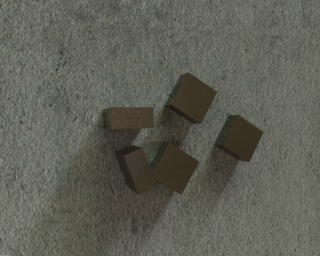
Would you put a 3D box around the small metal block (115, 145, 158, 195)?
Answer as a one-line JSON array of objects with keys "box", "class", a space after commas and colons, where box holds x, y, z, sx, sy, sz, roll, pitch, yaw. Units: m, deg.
[{"box": [-0.031, 0.050, 0.384, 0.025, 0.050, 0.050, -22, 98, -19], "class": "small metal block"}]

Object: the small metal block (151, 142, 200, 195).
[{"box": [0.016, 0.053, 0.415, 0.050, 0.025, 0.050, 33, 79, -17], "class": "small metal block"}]

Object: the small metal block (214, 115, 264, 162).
[{"box": [0.115, 0.015, 0.451, 0.050, 0.025, 0.050, 32, 80, -17], "class": "small metal block"}]

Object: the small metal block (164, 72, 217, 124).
[{"box": [0.042, -0.040, 0.424, 0.050, 0.025, 0.050, 31, 80, -18], "class": "small metal block"}]

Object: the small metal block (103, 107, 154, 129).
[{"box": [-0.040, -0.012, 0.381, 0.050, 0.050, 0.025, -1, 91, -20], "class": "small metal block"}]
